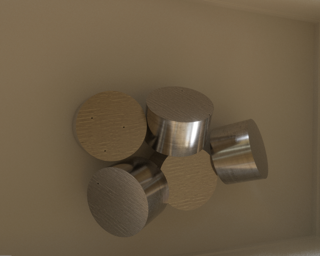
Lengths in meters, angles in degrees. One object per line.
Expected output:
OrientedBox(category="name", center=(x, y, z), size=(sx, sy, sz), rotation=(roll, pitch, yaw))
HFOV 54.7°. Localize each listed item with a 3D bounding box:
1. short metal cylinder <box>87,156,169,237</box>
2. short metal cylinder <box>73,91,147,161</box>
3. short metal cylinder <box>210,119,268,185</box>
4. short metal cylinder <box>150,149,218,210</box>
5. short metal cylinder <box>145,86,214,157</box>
OrientedBox(category="short metal cylinder", center=(-0.036, 0.078, 0.360), size=(0.050, 0.080, 0.079), rotation=(-18, 99, -62))
OrientedBox(category="short metal cylinder", center=(-0.062, -0.002, 0.372), size=(0.081, 0.050, 0.079), rotation=(0, 90, -21))
OrientedBox(category="short metal cylinder", center=(0.107, 0.032, 0.415), size=(0.080, 0.050, 0.080), rotation=(36, 46, -49))
OrientedBox(category="short metal cylinder", center=(0.028, 0.062, 0.407), size=(0.081, 0.050, 0.079), rotation=(0, 90, -21))
OrientedBox(category="short metal cylinder", center=(0.021, -0.010, 0.381), size=(0.081, 0.080, 0.050), rotation=(-9, 129, -20))
